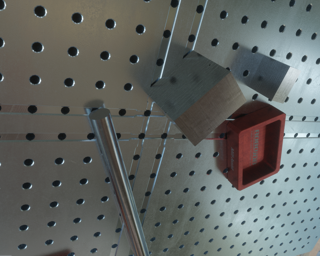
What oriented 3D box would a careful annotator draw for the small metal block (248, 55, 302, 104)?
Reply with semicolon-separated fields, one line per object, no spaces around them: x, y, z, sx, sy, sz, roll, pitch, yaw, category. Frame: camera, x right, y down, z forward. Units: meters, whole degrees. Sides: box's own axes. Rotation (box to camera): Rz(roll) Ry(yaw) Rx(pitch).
0.162;-0.069;0.440;0.025;0.050;0.050;10;114;-33;small metal block

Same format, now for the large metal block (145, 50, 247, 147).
0.041;-0.038;0.374;0.080;0.080;0.050;-41;129;0;large metal block

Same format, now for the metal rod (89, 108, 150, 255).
-0.050;0.104;0.447;0.025;0.025;0.298;-21;127;-16;metal rod

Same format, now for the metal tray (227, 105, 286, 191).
0.158;0.035;0.515;0.091;0.030;0.129;-21;127;-16;metal tray
